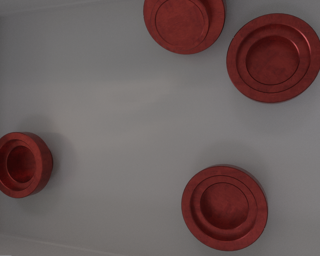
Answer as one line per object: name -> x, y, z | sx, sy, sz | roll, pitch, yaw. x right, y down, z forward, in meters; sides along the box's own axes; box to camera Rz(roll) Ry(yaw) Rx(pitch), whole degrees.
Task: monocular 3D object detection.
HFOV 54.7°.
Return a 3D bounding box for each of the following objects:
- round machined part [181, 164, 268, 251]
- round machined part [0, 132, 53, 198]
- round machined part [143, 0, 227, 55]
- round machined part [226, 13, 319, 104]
round machined part -> 0.079, 0.092, 0.373 | 0.098, 0.042, 0.097 | 0, 90, 20
round machined part -> -0.205, 0.054, 0.474 | 0.098, 0.042, 0.097 | 0, 90, 20
round machined part -> 0.027, -0.131, 0.365 | 0.098, 0.042, 0.097 | 9, 131, 11
round machined part -> 0.129, -0.076, 0.356 | 0.098, 0.042, 0.097 | 0, 90, 20
